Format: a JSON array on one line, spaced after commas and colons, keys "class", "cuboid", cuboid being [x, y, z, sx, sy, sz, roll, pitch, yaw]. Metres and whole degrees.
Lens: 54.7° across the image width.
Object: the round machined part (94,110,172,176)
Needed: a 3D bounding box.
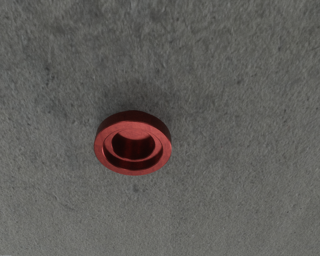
[{"class": "round machined part", "cuboid": [-0.035, 0.015, 0.409, 0.099, 0.042, 0.097, -1, 130, 0]}]
